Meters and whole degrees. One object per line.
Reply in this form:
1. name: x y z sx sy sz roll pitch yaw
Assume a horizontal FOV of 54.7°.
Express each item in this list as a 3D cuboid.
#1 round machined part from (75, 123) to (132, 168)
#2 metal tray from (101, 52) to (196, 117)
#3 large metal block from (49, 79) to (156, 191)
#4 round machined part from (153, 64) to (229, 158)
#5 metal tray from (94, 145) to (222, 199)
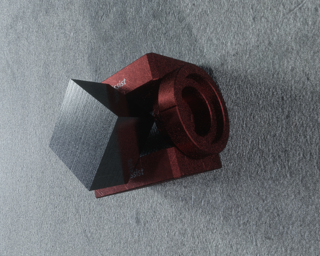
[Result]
1. round machined part: -0.067 0.023 0.411 0.042 0.099 0.098 -20 78 38
2. metal tray: -0.026 -0.044 0.385 0.130 0.091 0.030 -23 76 37
3. large metal block: -0.062 0.005 0.319 0.080 0.050 0.079 36 112 33
4. round machined part: 0.030 -0.015 0.332 0.042 0.099 0.098 -20 78 38
5. metal tray: -0.006 0.051 0.365 0.130 0.091 0.030 -22 76 37
